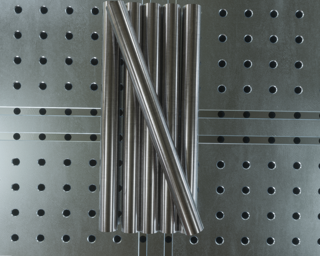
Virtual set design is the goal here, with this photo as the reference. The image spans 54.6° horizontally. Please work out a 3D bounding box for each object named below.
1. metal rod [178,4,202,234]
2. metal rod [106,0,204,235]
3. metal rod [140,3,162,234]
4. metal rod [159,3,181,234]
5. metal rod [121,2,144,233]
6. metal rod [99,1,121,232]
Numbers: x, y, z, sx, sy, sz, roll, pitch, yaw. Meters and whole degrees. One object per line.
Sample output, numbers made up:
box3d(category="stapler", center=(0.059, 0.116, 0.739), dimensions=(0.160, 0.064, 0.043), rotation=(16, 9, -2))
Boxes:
box3d(category="metal rod", center=(0.040, -0.012, 0.414), dimensions=(0.025, 0.025, 0.298), rotation=(1, 90, 0))
box3d(category="metal rod", center=(-0.006, -0.012, 0.388), dimensions=(0.025, 0.025, 0.299), rotation=(-19, 90, 0))
box3d(category="metal rod", center=(-0.012, -0.013, 0.412), dimensions=(0.025, 0.025, 0.298), rotation=(1, 90, 0))
box3d(category="metal rod", center=(0.013, -0.012, 0.414), dimensions=(0.025, 0.025, 0.298), rotation=(1, 90, 0))
box3d(category="metal rod", center=(-0.037, -0.013, 0.412), dimensions=(0.025, 0.025, 0.298), rotation=(1, 90, 0))
box3d(category="metal rod", center=(-0.066, -0.015, 0.412), dimensions=(0.025, 0.025, 0.298), rotation=(1, 90, 0))
